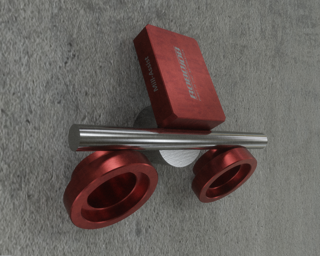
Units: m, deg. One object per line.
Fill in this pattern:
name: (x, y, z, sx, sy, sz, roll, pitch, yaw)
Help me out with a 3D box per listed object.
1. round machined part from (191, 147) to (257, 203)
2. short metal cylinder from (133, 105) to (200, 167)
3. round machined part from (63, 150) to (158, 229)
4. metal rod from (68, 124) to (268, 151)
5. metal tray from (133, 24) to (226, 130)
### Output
round machined part: (0.087, 0.061, 0.448, 0.099, 0.042, 0.097, -22, 144, -17)
short metal cylinder: (0.011, 0.008, 0.401, 0.081, 0.050, 0.079, 0, 90, -40)
round machined part: (-0.055, 0.059, 0.330, 0.099, 0.042, 0.097, -24, 141, -21)
metal rod: (0.038, 0.014, 0.376, 0.302, 0.025, 0.025, 3, 88, -40)
metal tray: (0.024, -0.061, 0.390, 0.091, 0.030, 0.130, 3, 62, -40)
